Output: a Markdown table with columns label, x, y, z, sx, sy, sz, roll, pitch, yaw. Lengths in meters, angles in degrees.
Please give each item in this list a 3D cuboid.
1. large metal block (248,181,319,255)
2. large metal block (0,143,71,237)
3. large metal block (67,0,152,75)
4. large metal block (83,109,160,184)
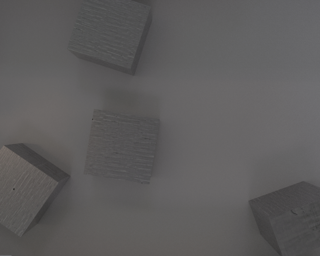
| label | x | y | z | sx | sy | sz | roll | pitch | yaw |
| --- | --- | --- | --- | --- | --- | --- | --- | --- | --- |
| large metal block | 0.168 | 0.110 | 0.385 | 0.080 | 0.080 | 0.050 | -20 | 90 | 0 |
| large metal block | -0.178 | 0.076 | 0.397 | 0.080 | 0.050 | 0.080 | 35 | 90 | 0 |
| large metal block | -0.062 | -0.121 | 0.398 | 0.080 | 0.050 | 0.080 | 18 | 90 | 0 |
| large metal block | -0.046 | 0.022 | 0.398 | 0.080 | 0.050 | 0.080 | 9 | 90 | 0 |
